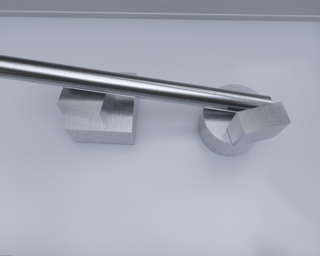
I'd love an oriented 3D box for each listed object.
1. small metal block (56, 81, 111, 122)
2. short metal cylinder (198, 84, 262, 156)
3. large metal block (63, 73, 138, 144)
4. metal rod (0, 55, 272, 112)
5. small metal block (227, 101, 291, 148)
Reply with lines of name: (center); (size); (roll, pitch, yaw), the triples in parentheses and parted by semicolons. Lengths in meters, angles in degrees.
small metal block: (-0.087, -0.039, 0.368); (0.050, 0.025, 0.050); (12, 70, 4)
short metal cylinder: (0.093, -0.009, 0.399); (0.081, 0.050, 0.080); (0, 70, 0)
large metal block: (-0.072, -0.026, 0.402); (0.081, 0.050, 0.080); (3, 70, 0)
metal rod: (-0.023, -0.046, 0.350); (0.302, 0.025, 0.025); (8, 70, -6)
small metal block: (0.107, -0.003, 0.343); (0.050, 0.050, 0.025); (-14, 71, -5)
